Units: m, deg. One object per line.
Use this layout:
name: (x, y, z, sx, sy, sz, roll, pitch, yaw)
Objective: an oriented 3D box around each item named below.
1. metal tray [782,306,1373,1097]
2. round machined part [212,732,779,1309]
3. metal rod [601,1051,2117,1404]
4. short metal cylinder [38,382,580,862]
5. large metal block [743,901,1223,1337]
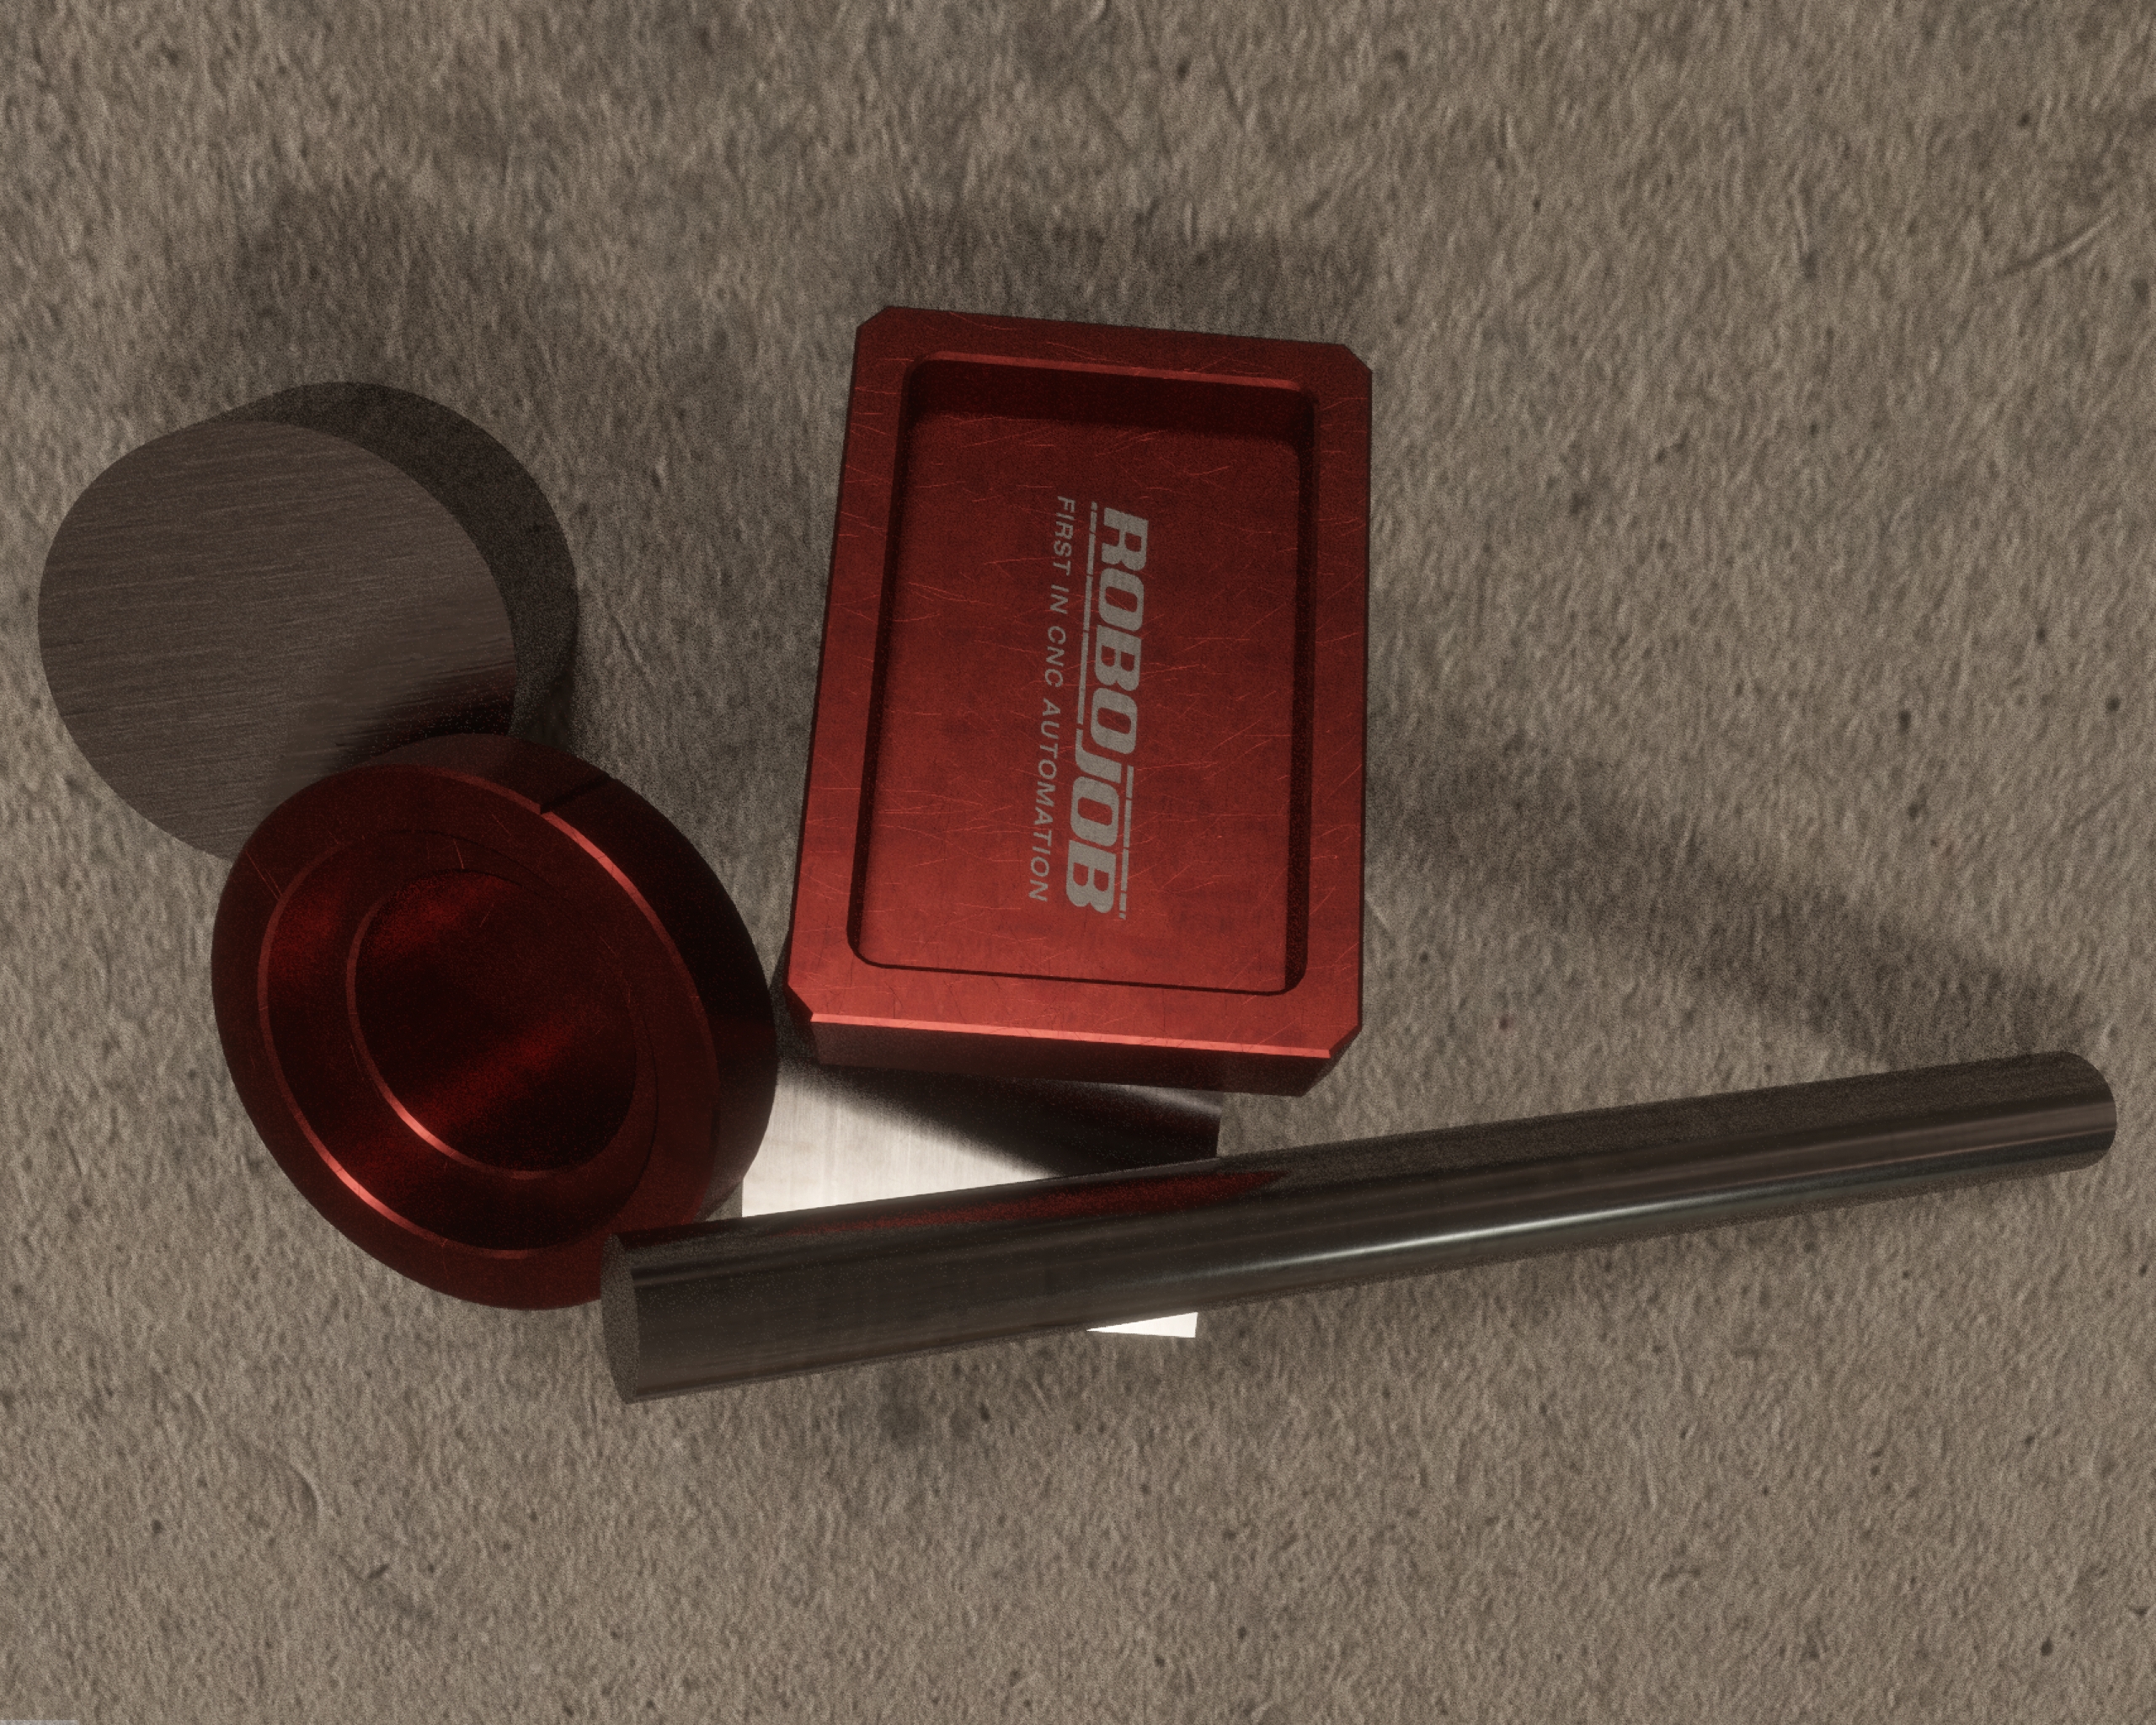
metal tray: (0.002, -0.029, 0.357, 0.091, 0.030, 0.130, 4, 70, -2)
round machined part: (-0.096, 0.024, 0.362, 0.098, 0.042, 0.097, 6, 110, 18)
metal rod: (0.069, 0.059, 0.371, 0.303, 0.025, 0.025, -3, 112, -25)
short metal cylinder: (-0.137, -0.044, 0.380, 0.081, 0.050, 0.079, 0, 110, -1)
large metal block: (-0.018, 0.044, 0.397, 0.081, 0.080, 0.050, 4, 110, -2)
